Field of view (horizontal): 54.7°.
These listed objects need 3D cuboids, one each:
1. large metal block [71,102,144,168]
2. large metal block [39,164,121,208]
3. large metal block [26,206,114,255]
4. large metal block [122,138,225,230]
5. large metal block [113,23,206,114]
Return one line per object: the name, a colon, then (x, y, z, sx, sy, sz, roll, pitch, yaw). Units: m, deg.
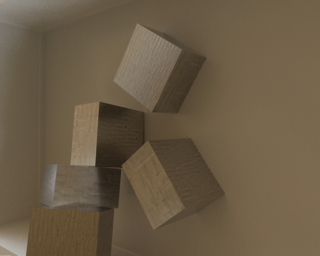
large metal block: (-0.069, 0.013, 0.420, 0.050, 0.080, 0.080, -4, 80, 40)
large metal block: (-0.106, 0.076, 0.408, 0.080, 0.081, 0.050, -12, 72, 58)
large metal block: (-0.102, 0.134, 0.359, 0.080, 0.050, 0.080, 1, 79, 10)
large metal block: (0.016, 0.060, 0.356, 0.050, 0.081, 0.080, -44, 64, 31)
large metal block: (-0.003, -0.074, 0.391, 0.080, 0.050, 0.079, 40, 114, 32)
